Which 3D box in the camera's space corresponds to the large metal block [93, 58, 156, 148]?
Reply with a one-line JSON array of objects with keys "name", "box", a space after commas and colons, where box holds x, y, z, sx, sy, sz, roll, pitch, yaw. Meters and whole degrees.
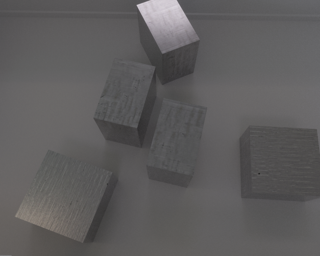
[{"name": "large metal block", "box": [-0.039, -0.028, 0.390, 0.050, 0.080, 0.080, 14, 71, 5]}]

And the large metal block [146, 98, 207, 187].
[{"name": "large metal block", "box": [0.019, 0.021, 0.373, 0.050, 0.080, 0.080, 13, 71, 4]}]

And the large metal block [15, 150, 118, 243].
[{"name": "large metal block", "box": [-0.105, 0.081, 0.366, 0.080, 0.050, 0.080, 19, 71, 6]}]

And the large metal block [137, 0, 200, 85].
[{"name": "large metal block", "box": [0.010, -0.119, 0.424, 0.050, 0.080, 0.080, -23, 72, -8]}]

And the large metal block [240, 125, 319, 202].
[{"name": "large metal block", "box": [0.145, 0.045, 0.381, 0.080, 0.050, 0.080, 3, 70, 1]}]
